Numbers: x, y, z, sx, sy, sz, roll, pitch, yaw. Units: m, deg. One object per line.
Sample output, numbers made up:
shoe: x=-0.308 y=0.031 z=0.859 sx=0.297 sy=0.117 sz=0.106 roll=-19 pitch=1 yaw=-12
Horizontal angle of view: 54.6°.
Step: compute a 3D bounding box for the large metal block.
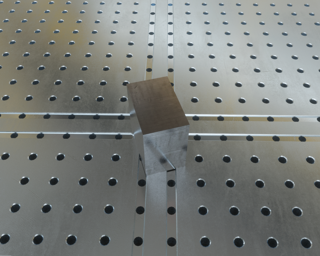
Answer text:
large metal block: x=-0.004 y=-0.002 z=0.374 sx=0.050 sy=0.080 sz=0.080 roll=-13 pitch=51 yaw=-10
